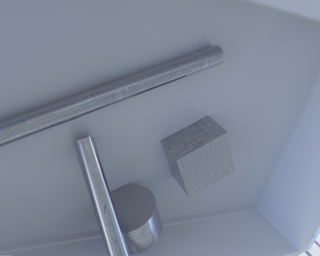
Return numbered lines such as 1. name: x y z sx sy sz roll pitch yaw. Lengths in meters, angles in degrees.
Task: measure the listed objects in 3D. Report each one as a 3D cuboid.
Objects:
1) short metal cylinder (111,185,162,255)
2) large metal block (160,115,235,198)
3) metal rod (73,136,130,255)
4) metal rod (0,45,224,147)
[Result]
1. short metal cylinder: -0.041 0.126 0.430 0.081 0.080 0.050 -23 127 -15
2. large metal block: 0.056 0.041 0.451 0.080 0.050 0.080 -28 128 -11
3. metal rod: -0.049 0.156 0.373 0.025 0.025 0.298 -17 91 -19
4. metal rod: -0.061 -0.037 0.353 0.302 0.025 0.025 -23 127 -15
